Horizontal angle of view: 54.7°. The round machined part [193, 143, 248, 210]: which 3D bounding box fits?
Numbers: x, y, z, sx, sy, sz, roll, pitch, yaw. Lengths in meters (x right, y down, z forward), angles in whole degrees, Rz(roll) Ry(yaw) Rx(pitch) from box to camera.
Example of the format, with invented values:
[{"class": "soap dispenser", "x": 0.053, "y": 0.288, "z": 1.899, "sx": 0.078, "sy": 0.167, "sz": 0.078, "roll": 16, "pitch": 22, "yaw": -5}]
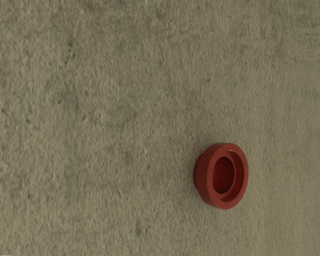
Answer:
[{"class": "round machined part", "x": 0.088, "y": 0.071, "z": 0.471, "sx": 0.099, "sy": 0.042, "sz": 0.097, "roll": 0, "pitch": 90, "yaw": -40}]
